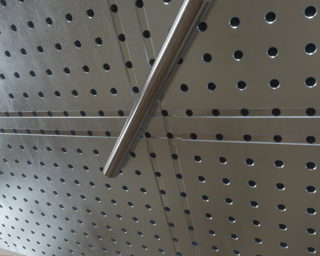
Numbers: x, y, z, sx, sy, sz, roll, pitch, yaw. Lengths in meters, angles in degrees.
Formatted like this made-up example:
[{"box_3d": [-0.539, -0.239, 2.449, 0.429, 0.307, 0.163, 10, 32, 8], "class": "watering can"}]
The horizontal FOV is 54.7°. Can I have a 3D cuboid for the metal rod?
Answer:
[{"box_3d": [-0.019, -0.031, 0.400, 0.025, 0.025, 0.298, 34, 129, 5], "class": "metal rod"}]
